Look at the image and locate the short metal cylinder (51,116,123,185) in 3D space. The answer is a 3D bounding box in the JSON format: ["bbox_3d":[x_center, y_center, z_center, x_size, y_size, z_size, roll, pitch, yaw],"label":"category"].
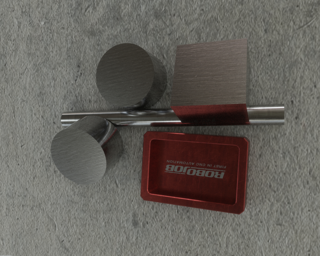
[{"bbox_3d":[-0.097,0.029,0.418,0.080,0.050,0.079,7,113,16],"label":"short metal cylinder"}]

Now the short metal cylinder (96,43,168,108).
[{"bbox_3d":[-0.036,-0.066,0.410,0.080,0.050,0.080,0,89,20],"label":"short metal cylinder"}]

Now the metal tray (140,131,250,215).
[{"bbox_3d":[0.043,0.052,0.391,0.130,0.030,0.089,4,91,19],"label":"metal tray"}]

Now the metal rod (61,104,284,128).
[{"bbox_3d":[0.003,-0.014,0.410,0.301,0.025,0.025,-1,90,19],"label":"metal rod"}]

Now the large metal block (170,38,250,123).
[{"bbox_3d":[0.062,-0.053,0.362,0.080,0.050,0.080,-1,69,20],"label":"large metal block"}]
